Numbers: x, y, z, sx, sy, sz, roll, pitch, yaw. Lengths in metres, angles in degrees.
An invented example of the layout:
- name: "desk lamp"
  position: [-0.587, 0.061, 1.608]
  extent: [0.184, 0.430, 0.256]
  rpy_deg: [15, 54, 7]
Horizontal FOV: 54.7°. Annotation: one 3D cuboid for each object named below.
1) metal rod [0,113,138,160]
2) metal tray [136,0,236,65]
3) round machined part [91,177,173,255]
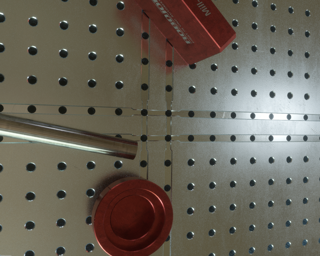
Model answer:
- name: "metal rod"
  position: [-0.172, -0.002, 0.349]
  extent: [0.302, 0.025, 0.025]
  rpy_deg: [13, 86, -20]
- name: "metal tray"
  position: [0.024, -0.145, 0.386]
  extent: [0.030, 0.090, 0.130]
  rpy_deg: [-46, 105, -14]
- name: "round machined part"
  position: [-0.037, 0.110, 0.390]
  extent: [0.099, 0.042, 0.097]
  rpy_deg: [0, 90, -20]
